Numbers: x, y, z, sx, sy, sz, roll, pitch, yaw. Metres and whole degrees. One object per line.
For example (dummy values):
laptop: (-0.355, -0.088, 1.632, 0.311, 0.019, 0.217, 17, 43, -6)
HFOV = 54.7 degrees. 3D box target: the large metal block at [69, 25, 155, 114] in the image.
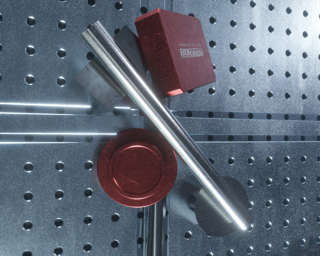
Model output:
large metal block: (-0.058, -0.064, 0.363, 0.050, 0.080, 0.080, 43, 76, -15)

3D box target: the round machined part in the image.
round machined part: (-0.027, 0.049, 0.378, 0.099, 0.042, 0.097, 0, 90, -3)

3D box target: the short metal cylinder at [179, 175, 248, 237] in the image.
short metal cylinder: (0.073, 0.102, 0.428, 0.081, 0.050, 0.079, 0, 90, -21)

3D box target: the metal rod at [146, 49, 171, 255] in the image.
metal rod: (-0.001, 0.020, 0.413, 0.025, 0.025, 0.298, 3, 89, -20)

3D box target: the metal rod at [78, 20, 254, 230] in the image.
metal rod: (0.021, 0.013, 0.346, 0.025, 0.025, 0.300, -45, 112, -14)

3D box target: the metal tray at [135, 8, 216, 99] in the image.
metal tray: (0.026, -0.090, 0.378, 0.131, 0.030, 0.089, -27, 102, -61)
